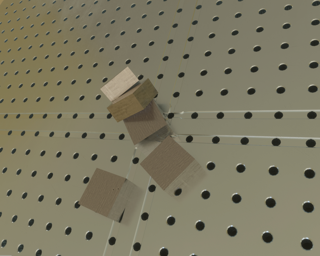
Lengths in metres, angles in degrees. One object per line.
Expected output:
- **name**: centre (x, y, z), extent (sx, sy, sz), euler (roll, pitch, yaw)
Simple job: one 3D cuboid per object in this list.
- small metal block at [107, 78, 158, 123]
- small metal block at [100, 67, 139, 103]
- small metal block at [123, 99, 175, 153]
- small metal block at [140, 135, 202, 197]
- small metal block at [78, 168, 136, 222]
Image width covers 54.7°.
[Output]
- **small metal block**: centre (-0.037, -0.038, 0.427), extent (0.050, 0.025, 0.050), euler (-24, 19, 34)
- **small metal block**: centre (-0.060, -0.066, 0.463), extent (0.050, 0.025, 0.050), euler (-39, 14, 1)
- **small metal block**: centre (-0.016, -0.003, 0.417), extent (0.050, 0.025, 0.050), euler (-33, 52, 6)
- **small metal block**: centre (0.013, 0.045, 0.373), extent (0.050, 0.025, 0.050), euler (-45, 51, -3)
- **small metal block**: centre (-0.067, 0.084, 0.390), extent (0.050, 0.025, 0.050), euler (13, 68, 33)
